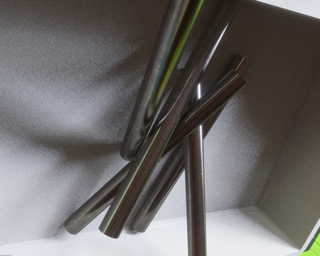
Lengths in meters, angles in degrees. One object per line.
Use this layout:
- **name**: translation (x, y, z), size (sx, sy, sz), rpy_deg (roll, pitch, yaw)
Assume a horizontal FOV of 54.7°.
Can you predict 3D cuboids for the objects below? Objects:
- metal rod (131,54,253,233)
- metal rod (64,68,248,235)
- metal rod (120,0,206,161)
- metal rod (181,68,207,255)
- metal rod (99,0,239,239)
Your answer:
- **metal rod**: translation (0.040, 0.031, 0.451), size (0.025, 0.025, 0.298), rpy_deg (20, 108, -36)
- **metal rod**: translation (-0.016, 0.039, 0.389), size (0.299, 0.025, 0.025), rpy_deg (-43, 131, 15)
- **metal rod**: translation (-0.003, -0.044, 0.289), size (0.025, 0.025, 0.298), rpy_deg (-11, 153, -23)
- **metal rod**: translation (0.046, 0.073, 0.404), size (0.025, 0.025, 0.298), rpy_deg (-6, 97, -26)
- **metal rod**: translation (0.012, -0.015, 0.356), size (0.025, 0.025, 0.299), rpy_deg (31, 85, -38)
